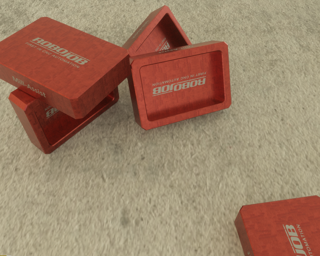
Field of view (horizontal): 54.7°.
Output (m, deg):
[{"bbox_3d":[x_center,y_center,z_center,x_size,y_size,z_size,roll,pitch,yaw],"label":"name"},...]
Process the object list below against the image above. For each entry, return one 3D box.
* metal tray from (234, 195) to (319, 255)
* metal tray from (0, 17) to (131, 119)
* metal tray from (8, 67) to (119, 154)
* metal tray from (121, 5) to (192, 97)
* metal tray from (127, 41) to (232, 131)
[{"bbox_3d":[0.134,0.133,0.290,0.091,0.030,0.130,-6,50,-6],"label":"metal tray"},{"bbox_3d":[-0.110,-0.072,0.341,0.130,0.030,0.090,26,55,19],"label":"metal tray"},{"bbox_3d":[-0.111,-0.038,0.391,0.030,0.089,0.131,33,57,24],"label":"metal tray"},{"bbox_3d":[-0.002,-0.106,0.450,0.030,0.090,0.130,-12,37,42],"label":"metal tray"},{"bbox_3d":[0.027,-0.057,0.403,0.131,0.089,0.030,-15,23,-17],"label":"metal tray"}]
